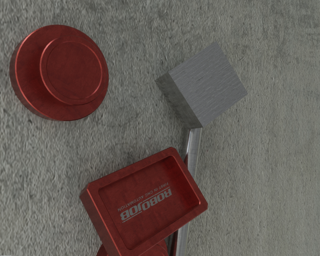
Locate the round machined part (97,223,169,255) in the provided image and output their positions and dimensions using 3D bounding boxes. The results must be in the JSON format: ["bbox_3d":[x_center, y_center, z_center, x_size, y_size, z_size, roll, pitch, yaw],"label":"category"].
[{"bbox_3d":[-0.026,0.168,0.372,0.099,0.042,0.097,0,90,-40],"label":"round machined part"}]

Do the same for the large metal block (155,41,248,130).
[{"bbox_3d":[0.054,-0.054,0.409,0.080,0.050,0.080,-36,98,-18],"label":"large metal block"}]

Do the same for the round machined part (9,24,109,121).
[{"bbox_3d":[-0.094,-0.056,0.315,0.099,0.042,0.097,0,90,-40],"label":"round machined part"}]

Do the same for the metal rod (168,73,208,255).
[{"bbox_3d":[0.038,0.069,0.436,0.025,0.025,0.298,14,81,-39],"label":"metal rod"}]

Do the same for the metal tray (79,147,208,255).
[{"bbox_3d":[-0.015,0.085,0.363,0.131,0.030,0.090,-21,75,-38],"label":"metal tray"}]
